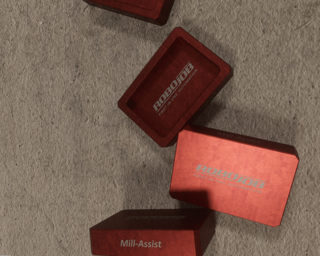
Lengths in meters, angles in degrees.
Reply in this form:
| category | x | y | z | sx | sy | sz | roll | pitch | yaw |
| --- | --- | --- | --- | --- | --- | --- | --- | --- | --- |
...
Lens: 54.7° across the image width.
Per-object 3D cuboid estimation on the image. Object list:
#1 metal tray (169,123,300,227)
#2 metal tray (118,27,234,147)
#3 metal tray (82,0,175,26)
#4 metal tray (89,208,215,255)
| category | x | y | z | sx | sy | sz | roll | pitch | yaw |
| --- | --- | --- | --- | --- | --- | --- | --- | --- | --- |
| metal tray | 0.082 | 0.053 | 0.361 | 0.130 | 0.030 | 0.089 | 13 | 109 | 15 |
| metal tray | 0.018 | -0.050 | 0.399 | 0.090 | 0.030 | 0.130 | 43 | 103 | 14 |
| metal tray | -0.040 | -0.201 | 0.419 | 0.130 | 0.030 | 0.089 | 22 | 97 | 18 |
| metal tray | -0.006 | 0.124 | 0.375 | 0.130 | 0.090 | 0.030 | -6 | 88 | 19 |
